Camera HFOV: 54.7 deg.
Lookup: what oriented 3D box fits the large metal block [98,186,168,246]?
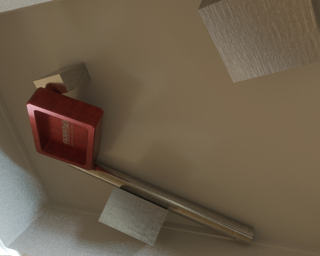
[{"bbox_3d":[-0.037,0.127,0.454,0.080,0.050,0.080,24,166,4],"label":"large metal block"}]

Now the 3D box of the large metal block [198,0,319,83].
[{"bbox_3d":[0.091,-0.095,0.271,0.080,0.050,0.080,-11,131,33],"label":"large metal block"}]

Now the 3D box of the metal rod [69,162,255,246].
[{"bbox_3d":[-0.007,0.103,0.475,0.301,0.025,0.025,20,126,15],"label":"metal rod"}]

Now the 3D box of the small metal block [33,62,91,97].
[{"bbox_3d":[-0.131,-0.065,0.419,0.050,0.050,0.025,-7,114,31],"label":"small metal block"}]

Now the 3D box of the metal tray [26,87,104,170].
[{"bbox_3d":[-0.132,0.007,0.440,0.090,0.030,0.129,20,144,-2],"label":"metal tray"}]
